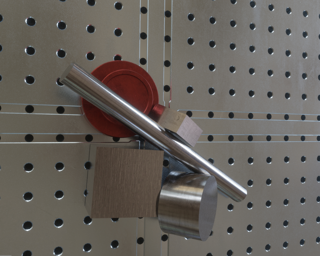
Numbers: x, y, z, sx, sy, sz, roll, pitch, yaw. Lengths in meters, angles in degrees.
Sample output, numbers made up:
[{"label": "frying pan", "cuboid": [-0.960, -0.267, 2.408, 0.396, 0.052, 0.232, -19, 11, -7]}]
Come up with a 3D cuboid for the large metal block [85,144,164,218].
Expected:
[{"label": "large metal block", "cuboid": [-0.045, 0.064, 0.381, 0.081, 0.050, 0.080, 5, 88, -20]}]

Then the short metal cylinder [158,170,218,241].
[{"label": "short metal cylinder", "cuboid": [0.038, 0.097, 0.392, 0.080, 0.050, 0.079, 4, 90, -65]}]

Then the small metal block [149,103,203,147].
[{"label": "small metal block", "cuboid": [0.019, -0.003, 0.397, 0.025, 0.050, 0.050, -60, 142, -7]}]

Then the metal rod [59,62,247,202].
[{"label": "metal rod", "cuboid": [0.012, 0.021, 0.384, 0.301, 0.025, 0.025, 36, 78, -30]}]

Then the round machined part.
[{"label": "round machined part", "cuboid": [-0.047, -0.036, 0.387, 0.099, 0.042, 0.097, 0, 90, -21]}]
